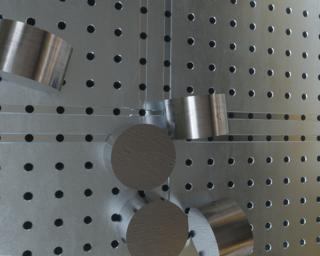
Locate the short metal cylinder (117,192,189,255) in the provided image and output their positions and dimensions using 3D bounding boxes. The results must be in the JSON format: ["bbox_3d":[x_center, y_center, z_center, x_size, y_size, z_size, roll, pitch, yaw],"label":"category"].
[{"bbox_3d":[-0.010,0.127,0.397,0.081,0.050,0.079,0,90,-21],"label":"short metal cylinder"}]

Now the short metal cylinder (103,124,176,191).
[{"bbox_3d":[-0.027,0.034,0.390,0.081,0.050,0.079,0,90,-21],"label":"short metal cylinder"}]

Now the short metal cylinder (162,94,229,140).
[{"bbox_3d":[0.046,-0.015,0.402,0.081,0.080,0.050,-7,93,-20],"label":"short metal cylinder"}]

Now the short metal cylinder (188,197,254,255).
[{"bbox_3d":[0.079,0.139,0.414,0.050,0.080,0.080,-13,95,-20],"label":"short metal cylinder"}]

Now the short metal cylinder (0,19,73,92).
[{"bbox_3d":[-0.141,-0.074,0.332,0.081,0.080,0.050,16,85,-20],"label":"short metal cylinder"}]
